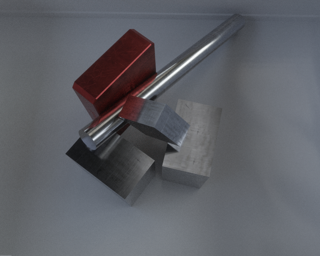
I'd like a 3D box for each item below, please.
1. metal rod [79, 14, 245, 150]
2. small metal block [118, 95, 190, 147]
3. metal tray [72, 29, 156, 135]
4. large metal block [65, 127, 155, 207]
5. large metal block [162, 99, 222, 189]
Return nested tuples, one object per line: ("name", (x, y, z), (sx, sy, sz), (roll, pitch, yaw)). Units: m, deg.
("metal rod", (0.022, -0.074, 0.388), (0.025, 0.025, 0.302), (40, 57, 13))
("small metal block", (-0.005, -0.007, 0.319), (0.050, 0.050, 0.025), (17, 77, 39))
("metal tray", (-0.045, -0.044, 0.367), (0.030, 0.130, 0.090), (38, 75, 13))
("large metal block", (-0.053, 0.044, 0.364), (0.080, 0.080, 0.050), (35, 74, 11))
("large metal block", (0.036, 0.022, 0.372), (0.050, 0.080, 0.080), (13, 71, 4))
